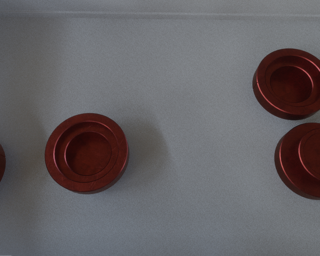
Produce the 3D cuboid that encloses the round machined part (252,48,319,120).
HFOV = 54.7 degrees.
[{"bbox_3d":[0.175,-0.055,0.422,0.099,0.042,0.098,0,70,0],"label":"round machined part"}]

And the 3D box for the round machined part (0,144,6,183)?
[{"bbox_3d":[-0.239,0.050,0.381,0.099,0.042,0.098,0,70,0],"label":"round machined part"}]

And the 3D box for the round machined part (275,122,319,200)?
[{"bbox_3d":[0.200,0.038,0.388,0.099,0.042,0.098,0,70,0],"label":"round machined part"}]

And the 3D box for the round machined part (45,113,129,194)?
[{"bbox_3d":[-0.088,0.034,0.387,0.099,0.042,0.098,0,70,0],"label":"round machined part"}]
